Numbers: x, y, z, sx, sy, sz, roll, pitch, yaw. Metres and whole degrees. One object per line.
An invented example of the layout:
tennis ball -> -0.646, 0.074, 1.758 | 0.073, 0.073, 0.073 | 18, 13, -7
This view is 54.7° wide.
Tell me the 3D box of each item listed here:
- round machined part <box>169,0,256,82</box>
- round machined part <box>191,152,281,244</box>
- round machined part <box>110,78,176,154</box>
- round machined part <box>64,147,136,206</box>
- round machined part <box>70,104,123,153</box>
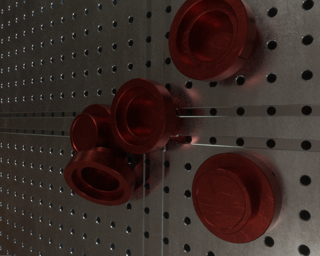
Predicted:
round machined part -> 0.061, -0.100, 0.347 | 0.098, 0.042, 0.097 | 0, 90, 39
round machined part -> 0.075, 0.076, 0.336 | 0.098, 0.042, 0.097 | 0, 90, 39
round machined part -> -0.018, -0.015, 0.411 | 0.098, 0.042, 0.097 | 0, 90, 39
round machined part -> -0.081, 0.065, 0.440 | 0.098, 0.098, 0.042 | -29, 28, 36
round machined part -> -0.102, 0.011, 0.480 | 0.098, 0.042, 0.097 | 0, 90, 39
